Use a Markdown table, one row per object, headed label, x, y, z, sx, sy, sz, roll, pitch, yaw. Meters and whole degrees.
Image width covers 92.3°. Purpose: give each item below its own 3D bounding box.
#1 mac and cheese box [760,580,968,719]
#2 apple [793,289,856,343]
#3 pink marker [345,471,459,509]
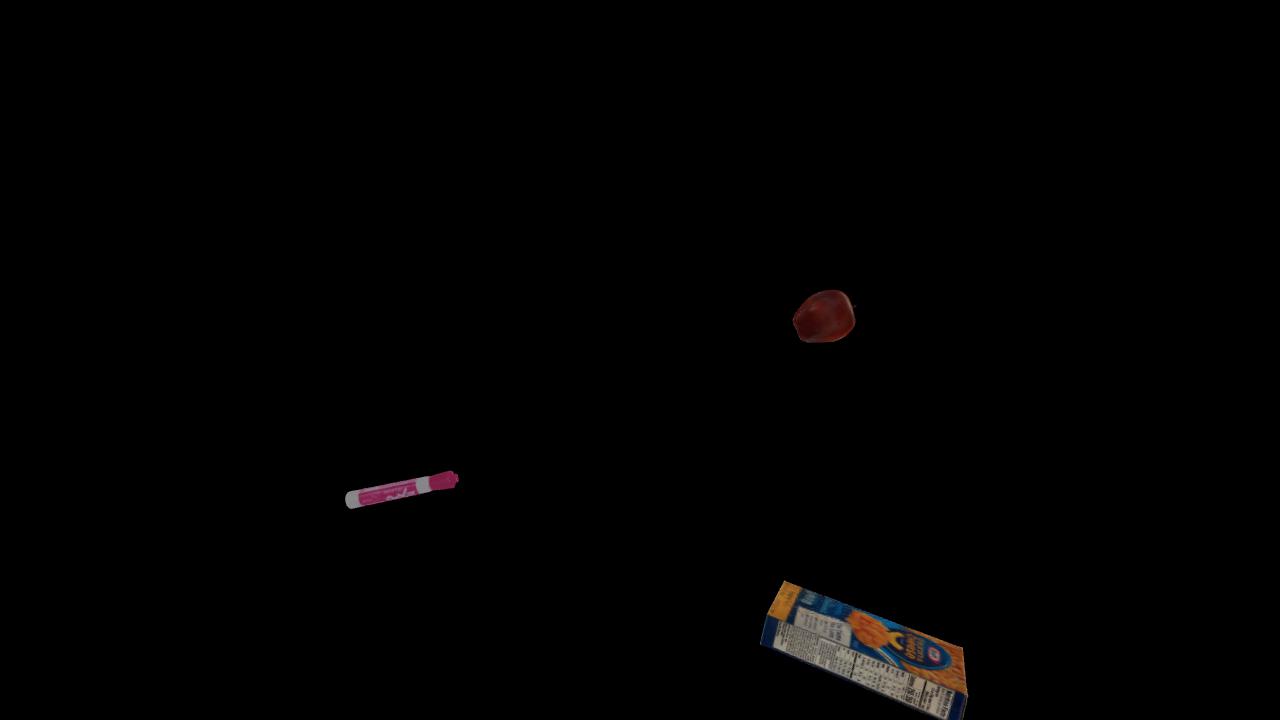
| label | x | y | z | sx | sy | sz | roll | pitch | yaw |
| --- | --- | --- | --- | --- | --- | --- | --- | --- | --- |
| mac and cheese box | 0.221 | 0.286 | 0.615 | 0.184 | 0.041 | 0.093 | 14 | 7 | 23 |
| apple | 0.277 | -0.064 | 0.920 | 0.093 | 0.079 | 0.079 | -23 | -7 | 17 |
| pink marker | -0.252 | 0.138 | 0.654 | 0.121 | 0.020 | 0.020 | -12 | -1 | 4 |
